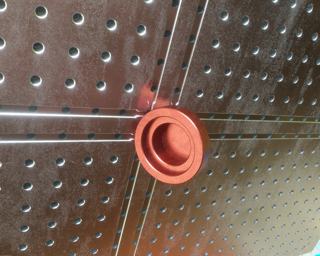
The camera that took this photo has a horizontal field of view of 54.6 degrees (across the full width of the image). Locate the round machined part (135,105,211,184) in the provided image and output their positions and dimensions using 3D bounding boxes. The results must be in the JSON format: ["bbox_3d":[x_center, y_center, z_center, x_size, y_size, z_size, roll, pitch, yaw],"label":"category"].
[{"bbox_3d":[0.020,0.019,0.398,0.042,0.098,0.097,-21,134,-56],"label":"round machined part"}]
